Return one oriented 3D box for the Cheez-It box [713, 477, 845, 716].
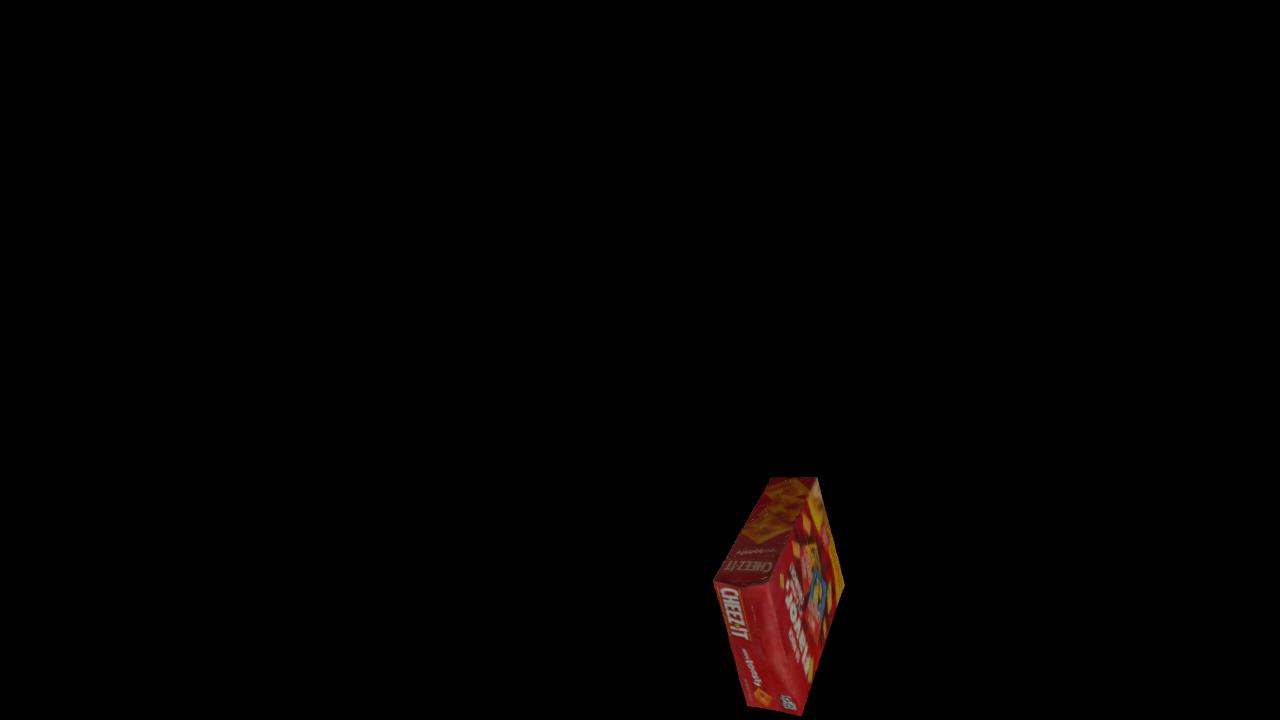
[{"bbox_3d":[0.171,0.261,0.720,0.071,0.166,0.223,-9,15,32],"label":"Cheez-It box"}]
